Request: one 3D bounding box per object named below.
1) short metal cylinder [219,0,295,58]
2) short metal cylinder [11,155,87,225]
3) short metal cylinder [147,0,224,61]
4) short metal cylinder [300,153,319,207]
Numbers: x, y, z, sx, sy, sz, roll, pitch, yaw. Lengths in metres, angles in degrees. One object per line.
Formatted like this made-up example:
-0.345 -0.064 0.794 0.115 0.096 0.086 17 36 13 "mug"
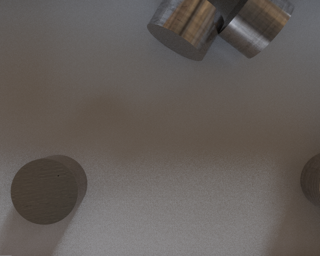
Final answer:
0.116 -0.134 0.383 0.050 0.080 0.080 35 90 -8 "short metal cylinder"
-0.139 0.076 0.397 0.081 0.050 0.079 0 90 -1 "short metal cylinder"
0.031 -0.126 0.384 0.080 0.080 0.050 31 90 -1 "short metal cylinder"
0.234 0.073 0.402 0.081 0.050 0.079 0 90 -1 "short metal cylinder"
